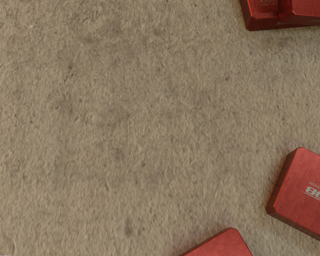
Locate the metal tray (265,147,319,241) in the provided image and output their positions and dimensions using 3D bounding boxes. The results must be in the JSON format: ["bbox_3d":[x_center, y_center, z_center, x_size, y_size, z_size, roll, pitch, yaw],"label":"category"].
[{"bbox_3d":[0.208,0.092,0.375,0.130,0.030,0.090,27,72,9],"label":"metal tray"}]

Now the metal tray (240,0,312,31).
[{"bbox_3d":[0.194,-0.201,0.481,0.131,0.030,0.090,-6,70,-3],"label":"metal tray"}]

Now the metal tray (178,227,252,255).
[{"bbox_3d":[0.076,0.188,0.338,0.090,0.030,0.130,-27,72,-10],"label":"metal tray"}]

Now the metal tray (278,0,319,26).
[{"bbox_3d":[0.237,-0.199,0.453,0.131,0.030,0.089,-1,85,-15],"label":"metal tray"}]
